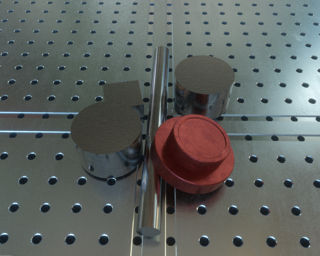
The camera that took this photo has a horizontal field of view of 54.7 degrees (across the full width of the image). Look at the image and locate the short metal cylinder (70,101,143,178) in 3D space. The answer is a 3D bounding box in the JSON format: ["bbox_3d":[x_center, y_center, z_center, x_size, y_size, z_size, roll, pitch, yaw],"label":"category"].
[{"bbox_3d":[-0.062,0.013,0.374,0.081,0.050,0.080,0,50,0],"label":"short metal cylinder"}]

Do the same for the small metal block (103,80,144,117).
[{"bbox_3d":[-0.051,-0.038,0.434,0.050,0.025,0.050,-9,51,-7],"label":"small metal block"}]

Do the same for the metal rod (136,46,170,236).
[{"bbox_3d":[-0.004,-0.009,0.410,0.025,0.025,0.300,2,50,2],"label":"metal rod"}]

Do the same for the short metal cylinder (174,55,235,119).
[{"bbox_3d":[0.060,-0.057,0.434,0.081,0.050,0.080,0,50,0],"label":"short metal cylinder"}]

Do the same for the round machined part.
[{"bbox_3d":[0.041,0.023,0.357,0.099,0.042,0.098,11,48,-12],"label":"round machined part"}]
